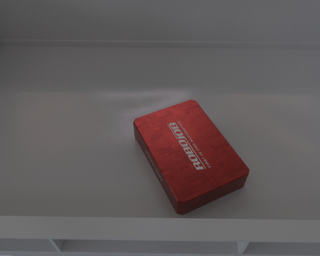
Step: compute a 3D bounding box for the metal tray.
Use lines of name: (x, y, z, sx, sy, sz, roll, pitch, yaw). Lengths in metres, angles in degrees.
metal tray: (0.033, 0.029, 0.378, 0.091, 0.030, 0.130, -20, 53, -16)
